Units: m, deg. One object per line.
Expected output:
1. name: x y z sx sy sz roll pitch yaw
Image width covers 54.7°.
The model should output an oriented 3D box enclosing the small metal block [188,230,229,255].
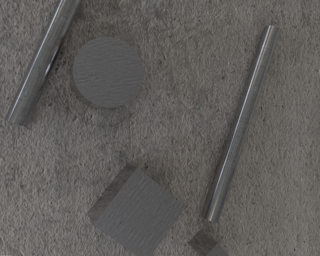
1. small metal block: 0.072 0.174 0.423 0.025 0.050 0.050 -42 104 -15

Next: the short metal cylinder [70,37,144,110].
1. short metal cylinder: -0.065 -0.063 0.372 0.081 0.050 0.080 0 90 -20

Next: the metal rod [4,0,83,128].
1. metal rod: -0.110 -0.144 0.368 0.025 0.025 0.299 23 82 -19

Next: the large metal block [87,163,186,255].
1. large metal block: -0.030 0.102 0.385 0.080 0.050 0.080 41 77 -16

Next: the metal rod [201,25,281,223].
1. metal rod: 0.121 -0.010 0.453 0.025 0.025 0.299 22 82 -19
